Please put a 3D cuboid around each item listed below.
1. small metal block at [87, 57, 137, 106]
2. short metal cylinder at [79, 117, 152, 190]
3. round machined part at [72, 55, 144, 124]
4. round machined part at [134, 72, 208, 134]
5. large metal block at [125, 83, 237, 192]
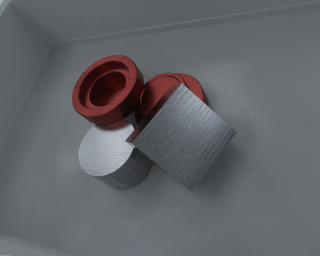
[{"bbox_3d":[-0.071,-0.070,0.465,0.050,0.050,0.025,-39,51,2],"label":"small metal block"},{"bbox_3d":[-0.055,0.032,0.395,0.080,0.050,0.080,-13,56,20],"label":"short metal cylinder"},{"bbox_3d":[-0.065,-0.047,0.417,0.098,0.042,0.098,-13,56,20],"label":"round machined part"},{"bbox_3d":[0.009,-0.033,0.405,0.098,0.042,0.098,-13,56,20],"label":"round machined part"},{"bbox_3d":[0.021,0.010,0.342,0.080,0.080,0.050,-51,11,-9],"label":"large metal block"}]
